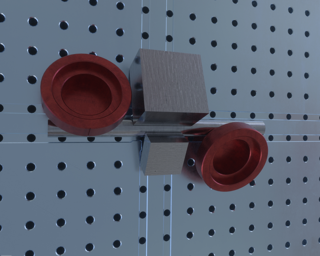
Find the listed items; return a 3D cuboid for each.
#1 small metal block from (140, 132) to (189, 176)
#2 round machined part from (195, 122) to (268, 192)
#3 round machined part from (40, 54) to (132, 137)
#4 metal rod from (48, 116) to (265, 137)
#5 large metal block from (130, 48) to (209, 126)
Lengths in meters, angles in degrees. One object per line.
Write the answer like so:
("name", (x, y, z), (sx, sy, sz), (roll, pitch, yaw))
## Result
("small metal block", (0.005, 0.034, 0.404), (0.050, 0.025, 0.050), (1, 119, -20))
("round machined part", (0.094, 0.036, 0.425), (0.099, 0.042, 0.097), (-8, 118, -16))
("round machined part", (-0.085, -0.034, 0.358), (0.099, 0.042, 0.098), (9, 61, -16))
("metal rod", (0.010, 0.000, 0.417), (0.302, 0.025, 0.025), (0, 90, -20))
("large metal block", (0.009, -0.048, 0.391), (0.081, 0.050, 0.080), (1, 72, -20))
